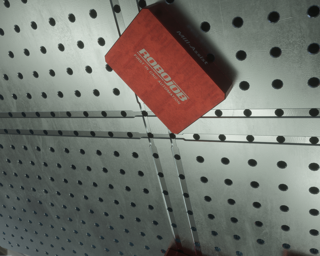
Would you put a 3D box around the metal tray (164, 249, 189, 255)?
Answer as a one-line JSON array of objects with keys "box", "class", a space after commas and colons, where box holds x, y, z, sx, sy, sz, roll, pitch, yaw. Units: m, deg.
[{"box": [0.067, 0.271, 0.540, 0.130, 0.030, 0.089, 12, 124, 21], "class": "metal tray"}]

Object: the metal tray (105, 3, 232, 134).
[{"box": [0.008, -0.065, 0.364, 0.130, 0.030, 0.090, 47, 129, -5], "class": "metal tray"}]
